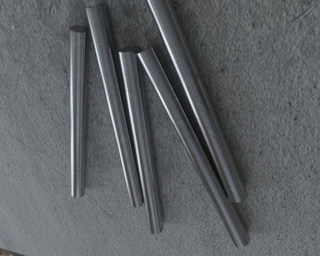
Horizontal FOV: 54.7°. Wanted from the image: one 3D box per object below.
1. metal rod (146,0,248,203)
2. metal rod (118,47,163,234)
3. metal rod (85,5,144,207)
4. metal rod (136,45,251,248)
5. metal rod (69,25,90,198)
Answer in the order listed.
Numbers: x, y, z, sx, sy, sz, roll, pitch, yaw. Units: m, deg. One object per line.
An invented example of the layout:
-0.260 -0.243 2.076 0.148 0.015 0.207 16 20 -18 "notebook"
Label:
0.043 -0.038 0.360 0.025 0.025 0.299 -12 112 33 "metal rod"
-0.022 0.036 0.440 0.025 0.025 0.298 7 122 24 "metal rod"
-0.055 -0.011 0.428 0.025 0.025 0.298 6 121 25 "metal rod"
0.051 0.035 0.401 0.025 0.025 0.299 -16 110 34 "metal rod"
-0.123 -0.004 0.469 0.025 0.025 0.298 22 127 15 "metal rod"
